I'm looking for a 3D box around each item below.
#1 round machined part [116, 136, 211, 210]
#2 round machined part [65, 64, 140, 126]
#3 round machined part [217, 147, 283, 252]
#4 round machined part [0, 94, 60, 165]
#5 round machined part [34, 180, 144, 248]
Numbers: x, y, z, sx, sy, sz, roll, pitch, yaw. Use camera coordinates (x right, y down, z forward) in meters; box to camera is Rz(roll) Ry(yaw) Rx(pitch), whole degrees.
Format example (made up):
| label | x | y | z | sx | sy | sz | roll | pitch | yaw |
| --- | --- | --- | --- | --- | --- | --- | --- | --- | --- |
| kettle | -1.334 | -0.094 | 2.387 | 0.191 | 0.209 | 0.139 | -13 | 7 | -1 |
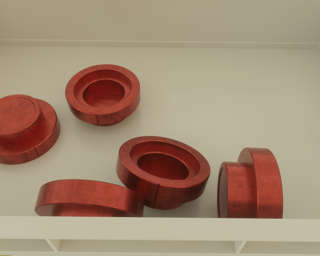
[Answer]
| label | x | y | z | sx | sy | sz | roll | pitch | yaw |
| --- | --- | --- | --- | --- | --- | --- | --- | --- | --- |
| round machined part | 0.001 | 0.050 | 0.335 | 0.099 | 0.042 | 0.098 | 11 | 25 | -5 |
| round machined part | -0.076 | -0.041 | 0.427 | 0.099 | 0.042 | 0.098 | 0 | 50 | 0 |
| round machined part | 0.081 | 0.067 | 0.302 | 0.042 | 0.097 | 0.098 | 3 | 50 | 2 |
| round machined part | -0.183 | -0.005 | 0.396 | 0.099 | 0.042 | 0.098 | 0 | 50 | 0 |
| round machined part | -0.065 | 0.084 | 0.288 | 0.099 | 0.098 | 0.042 | 3 | 61 | 2 |
